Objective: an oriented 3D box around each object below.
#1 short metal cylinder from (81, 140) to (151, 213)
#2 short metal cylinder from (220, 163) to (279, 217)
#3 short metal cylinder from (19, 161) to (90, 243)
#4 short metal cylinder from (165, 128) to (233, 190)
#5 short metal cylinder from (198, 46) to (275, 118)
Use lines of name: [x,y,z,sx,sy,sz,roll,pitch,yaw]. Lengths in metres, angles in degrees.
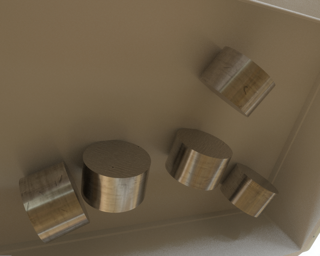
short metal cylinder: [-0.054,0.057,0.380,0.081,0.080,0.050,-4,121,-27]
short metal cylinder: [0.150,0.104,0.522,0.080,0.080,0.050,22,106,-37]
short metal cylinder: [-0.121,0.085,0.360,0.050,0.080,0.080,-23,127,-15]
short metal cylinder: [0.053,0.042,0.430,0.081,0.080,0.050,6,116,-31]
short metal cylinder: [0.096,-0.058,0.392,0.080,0.080,0.050,33,100,-39]
